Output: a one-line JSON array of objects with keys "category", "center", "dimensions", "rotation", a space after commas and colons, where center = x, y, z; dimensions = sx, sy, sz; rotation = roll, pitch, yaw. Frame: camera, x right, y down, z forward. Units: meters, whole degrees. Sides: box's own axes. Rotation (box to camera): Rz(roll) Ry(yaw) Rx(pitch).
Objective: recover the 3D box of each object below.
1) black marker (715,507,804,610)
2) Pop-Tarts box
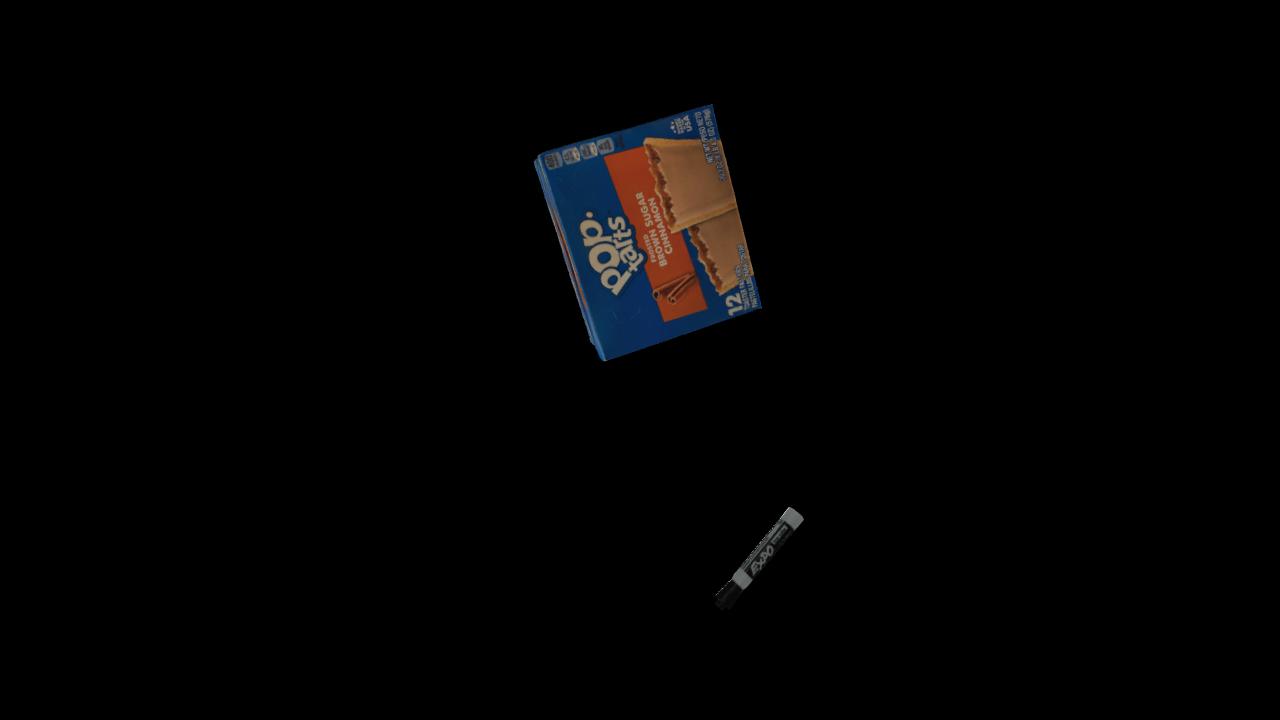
[{"category": "black marker", "center": [0.117, 0.197, 0.608], "dimensions": [0.020, 0.121, 0.020], "rotation": [42, -11, 10]}, {"category": "Pop-Tarts box", "center": [0.006, -0.105, 0.513], "dimensions": [0.141, 0.167, 0.083], "rotation": [-18, 14, -7]}]
